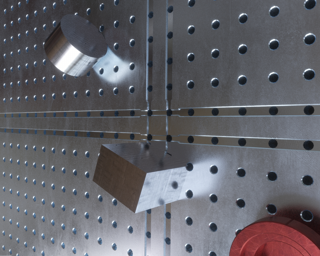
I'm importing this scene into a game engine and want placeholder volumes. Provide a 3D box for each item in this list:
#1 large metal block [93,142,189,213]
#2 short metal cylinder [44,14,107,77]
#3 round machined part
[{"bbox_3d":[-0.024,0.057,0.393,0.080,0.081,0.050,26,107,37],"label":"large metal block"},{"bbox_3d":[-0.130,-0.127,0.481,0.050,0.081,0.080,-34,69,35],"label":"short metal cylinder"},{"bbox_3d":[0.121,0.134,0.299,0.098,0.042,0.097,0,90,40],"label":"round machined part"}]
